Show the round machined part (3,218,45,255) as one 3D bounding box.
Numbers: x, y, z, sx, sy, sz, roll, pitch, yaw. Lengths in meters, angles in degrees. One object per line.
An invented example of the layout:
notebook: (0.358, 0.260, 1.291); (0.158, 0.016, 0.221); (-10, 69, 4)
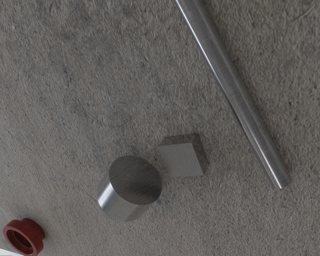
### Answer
round machined part: (-0.305, 0.246, 0.709); (0.098, 0.042, 0.097); (13, 124, 21)

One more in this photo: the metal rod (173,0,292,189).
metal rod: (0.070, -0.059, 0.333); (0.025, 0.025, 0.299); (-21, 108, 36)

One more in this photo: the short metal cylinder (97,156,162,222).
short metal cylinder: (-0.044, 0.087, 0.448); (0.080, 0.080, 0.050); (38, 129, 3)

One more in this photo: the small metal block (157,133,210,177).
small metal block: (0.032, 0.037, 0.413); (0.050, 0.025, 0.050); (-9, 114, 32)
